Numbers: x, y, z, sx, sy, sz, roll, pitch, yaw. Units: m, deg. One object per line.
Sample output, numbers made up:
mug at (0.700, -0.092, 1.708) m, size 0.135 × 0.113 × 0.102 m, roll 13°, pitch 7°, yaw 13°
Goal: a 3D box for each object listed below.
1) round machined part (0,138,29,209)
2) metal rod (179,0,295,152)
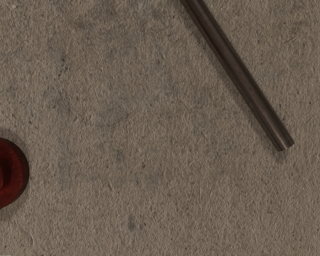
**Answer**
round machined part at (-0.226, 0.060, 0.399) m, size 0.099 × 0.042 × 0.097 m, roll 0°, pitch 90°, yaw -1°
metal rod at (0.086, -0.101, 0.411) m, size 0.025 × 0.025 × 0.299 m, roll -33°, pitch 90°, yaw 0°
